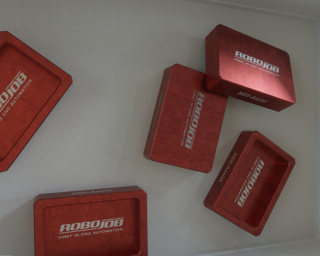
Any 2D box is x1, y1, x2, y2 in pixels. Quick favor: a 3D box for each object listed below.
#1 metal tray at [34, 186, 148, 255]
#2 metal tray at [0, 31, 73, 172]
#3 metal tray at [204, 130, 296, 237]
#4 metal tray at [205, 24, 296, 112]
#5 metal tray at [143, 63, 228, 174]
[{"bbox_3d":[-0.082,0.123,0.377,0.131,0.030,0.089,-1,91,-20],"label":"metal tray"},{"bbox_3d":[-0.172,-0.028,0.344,0.090,0.030,0.130,36,78,-17],"label":"metal tray"},{"bbox_3d":[0.134,0.080,0.457,0.090,0.030,0.130,34,79,-17],"label":"metal tray"},{"bbox_3d":[0.127,-0.082,0.434,0.131,0.030,0.090,14,63,-22],"label":"metal tray"},{"bbox_3d":[0.038,-0.011,0.422,0.091,0.030,0.129,16,85,-20],"label":"metal tray"}]
